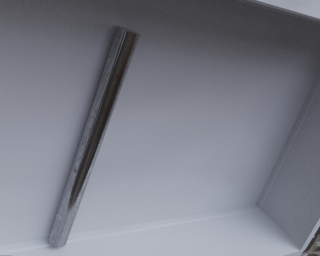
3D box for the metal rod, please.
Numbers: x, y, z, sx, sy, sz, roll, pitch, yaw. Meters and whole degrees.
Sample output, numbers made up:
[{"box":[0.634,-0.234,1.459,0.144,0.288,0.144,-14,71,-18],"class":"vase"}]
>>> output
[{"box":[-0.087,0.026,0.378,0.025,0.025,0.298,9,114,-33],"class":"metal rod"}]
